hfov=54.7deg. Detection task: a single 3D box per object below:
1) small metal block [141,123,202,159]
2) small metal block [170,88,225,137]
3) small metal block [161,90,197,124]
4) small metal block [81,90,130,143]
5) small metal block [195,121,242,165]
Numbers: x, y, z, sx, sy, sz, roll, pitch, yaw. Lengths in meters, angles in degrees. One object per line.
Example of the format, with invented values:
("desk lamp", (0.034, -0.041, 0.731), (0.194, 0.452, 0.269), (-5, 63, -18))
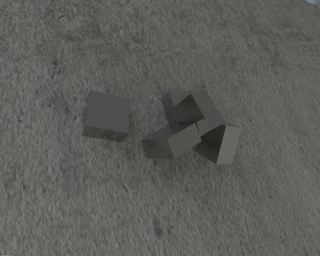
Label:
("small metal block", (0.014, 0.016, 0.383), (0.050, 0.050, 0.025), (-28, 105, -38))
("small metal block", (0.046, -0.015, 0.392), (0.025, 0.050, 0.050), (-24, 81, -36))
("small metal block", (0.036, -0.025, 0.440), (0.050, 0.025, 0.050), (-5, 64, -31))
("small metal block", (-0.065, -0.014, 0.378), (0.050, 0.025, 0.050), (12, 57, -22))
("small metal block", (0.075, 0.016, 0.407), (0.025, 0.050, 0.050), (6, 103, -28))
